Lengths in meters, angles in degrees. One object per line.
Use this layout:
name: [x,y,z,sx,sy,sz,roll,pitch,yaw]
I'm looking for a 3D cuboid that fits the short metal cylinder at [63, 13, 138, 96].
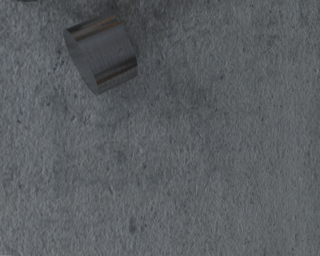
short metal cylinder: [-0.068,-0.084,0.355,0.050,0.080,0.080,-30,100,-18]
